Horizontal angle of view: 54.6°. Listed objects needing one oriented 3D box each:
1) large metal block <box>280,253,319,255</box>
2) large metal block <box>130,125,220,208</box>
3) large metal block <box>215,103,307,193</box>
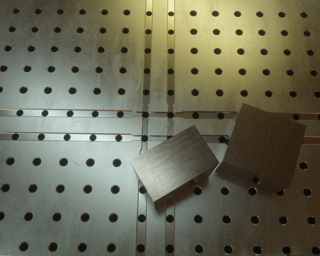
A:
[{"bbox_3d":[0.138,0.183,0.333,0.080,0.050,0.080,-6,70,-2],"label":"large metal block"},{"bbox_3d":[0.016,0.049,0.365,0.080,0.080,0.050,-29,73,-10],"label":"large metal block"},{"bbox_3d":[0.125,0.026,0.390,0.080,0.050,0.080,21,71,7],"label":"large metal block"}]
